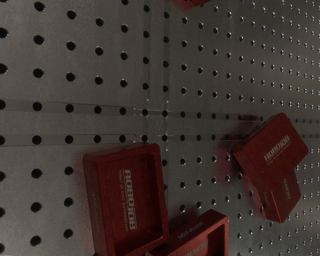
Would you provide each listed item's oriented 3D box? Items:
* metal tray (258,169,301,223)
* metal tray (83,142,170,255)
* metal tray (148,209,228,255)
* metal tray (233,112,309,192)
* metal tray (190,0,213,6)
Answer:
[{"bbox_3d":[0.227,0.105,0.601,0.091,0.030,0.129,-36,112,-34],"label":"metal tray"},{"bbox_3d":[-0.037,0.088,0.376,0.091,0.030,0.129,-11,97,-40],"label":"metal tray"},{"bbox_3d":[0.045,0.182,0.436,0.131,0.030,0.089,-18,111,-39],"label":"metal tray"},{"bbox_3d":[0.199,0.041,0.550,0.131,0.030,0.090,-34,91,-30],"label":"metal tray"},{"bbox_3d":[0.055,-0.261,0.453,0.090,0.030,0.130,27,73,-37],"label":"metal tray"}]
